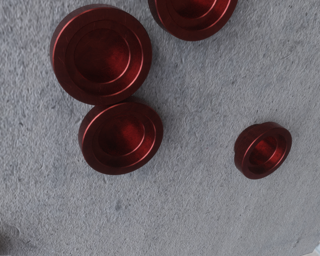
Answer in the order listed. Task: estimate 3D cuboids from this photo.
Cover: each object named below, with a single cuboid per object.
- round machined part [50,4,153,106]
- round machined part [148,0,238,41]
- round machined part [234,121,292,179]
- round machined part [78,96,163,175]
[{"bbox_3d":[-0.061,-0.075,0.316,0.099,0.042,0.097,-14,124,-21],"label":"round machined part"},{"bbox_3d":[0.031,-0.145,0.323,0.099,0.042,0.097,-14,124,-21],"label":"round machined part"},{"bbox_3d":[0.161,0.032,0.503,0.099,0.042,0.097,-14,124,-21],"label":"round machined part"},{"bbox_3d":[-0.049,0.005,0.372,0.099,0.042,0.097,-14,124,-21],"label":"round machined part"}]
